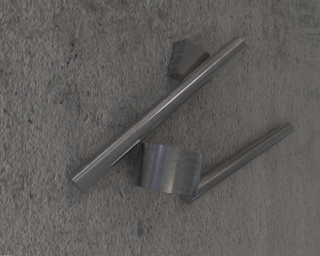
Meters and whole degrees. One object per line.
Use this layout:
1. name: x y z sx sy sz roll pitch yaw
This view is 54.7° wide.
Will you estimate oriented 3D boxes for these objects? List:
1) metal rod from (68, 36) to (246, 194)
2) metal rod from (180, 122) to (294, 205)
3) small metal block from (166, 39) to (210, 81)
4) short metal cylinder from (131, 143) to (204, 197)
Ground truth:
1. metal rod: 0.013 -0.031 0.391 0.301 0.025 0.025 -42 116 -24
2. metal rod: 0.146 0.048 0.526 0.302 0.025 0.025 -24 105 -37
3. small metal block: 0.041 -0.090 0.438 0.050 0.025 0.050 20 77 -38
4. short metal cylinder: 0.009 0.051 0.377 0.080 0.080 0.050 18 79 -39
